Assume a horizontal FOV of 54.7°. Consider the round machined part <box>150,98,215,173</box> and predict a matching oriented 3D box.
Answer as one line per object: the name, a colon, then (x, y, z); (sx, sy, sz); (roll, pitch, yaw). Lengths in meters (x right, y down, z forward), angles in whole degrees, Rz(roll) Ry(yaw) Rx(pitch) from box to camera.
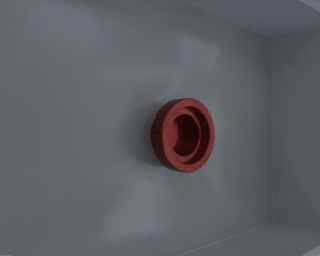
round machined part: (0.026, 0.010, 0.420); (0.099, 0.042, 0.097); (0, 90, -40)
